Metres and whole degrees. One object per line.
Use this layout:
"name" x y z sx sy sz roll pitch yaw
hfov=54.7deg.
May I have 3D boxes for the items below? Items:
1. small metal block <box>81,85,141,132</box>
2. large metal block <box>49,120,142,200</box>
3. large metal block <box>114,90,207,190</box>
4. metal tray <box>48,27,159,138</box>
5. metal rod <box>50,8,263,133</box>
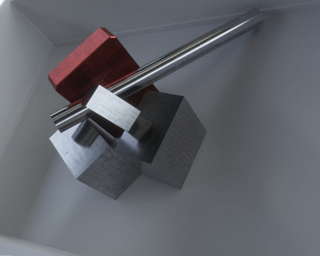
"small metal block" -0.055 -0.023 0.334 0.025 0.050 0.050 -59 21 -4
"large metal block" -0.079 0.035 0.389 0.050 0.080 0.080 -45 51 -3
"large metal block" 0.005 0.014 0.357 0.050 0.080 0.080 14 69 33
"metal tray" -0.064 -0.052 0.399 0.090 0.130 0.030 -43 50 0
"metal rod" 0.007 -0.079 0.390 0.302 0.025 0.025 -30 50 -14
